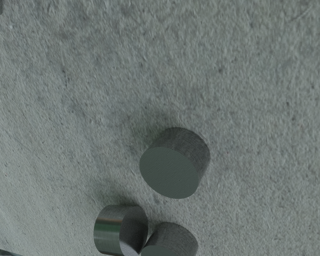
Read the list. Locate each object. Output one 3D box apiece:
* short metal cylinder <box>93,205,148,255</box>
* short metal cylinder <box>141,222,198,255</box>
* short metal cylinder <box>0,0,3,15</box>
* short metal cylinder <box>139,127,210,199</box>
[{"bbox_3d":[-0.062,0.167,0.506,0.050,0.080,0.080,-4,116,30],"label":"short metal cylinder"},{"bbox_3d":[0.016,0.202,0.505,0.080,0.050,0.079,13,124,20],"label":"short metal cylinder"},{"bbox_3d":[-0.241,-0.177,0.386,0.080,0.080,0.050,28,128,10],"label":"short metal cylinder"},{"bbox_3d":[0.020,0.046,0.407,0.080,0.050,0.079,13,124,20],"label":"short metal cylinder"}]
